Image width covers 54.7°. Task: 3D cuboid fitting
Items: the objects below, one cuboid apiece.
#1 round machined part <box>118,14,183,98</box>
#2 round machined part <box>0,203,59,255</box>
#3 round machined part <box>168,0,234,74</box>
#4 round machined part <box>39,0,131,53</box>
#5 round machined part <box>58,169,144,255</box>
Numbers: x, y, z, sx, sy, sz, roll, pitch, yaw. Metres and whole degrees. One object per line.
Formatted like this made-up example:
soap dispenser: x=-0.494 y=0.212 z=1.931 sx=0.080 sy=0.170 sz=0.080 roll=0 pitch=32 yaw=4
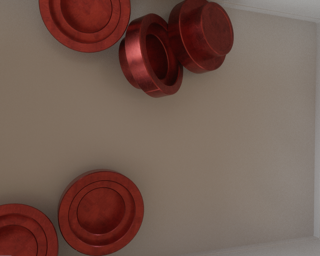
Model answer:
round machined part: x=-0.013 y=-0.084 z=0.379 sx=0.098 sy=0.042 sz=0.098 roll=23 pitch=62 yaw=-55
round machined part: x=-0.159 y=0.134 z=0.329 sx=0.099 sy=0.042 sz=0.098 roll=7 pitch=59 yaw=-13
round machined part: x=0.060 y=-0.124 z=0.404 sx=0.099 sy=0.042 sz=0.097 roll=7 pitch=80 yaw=-43
round machined part: x=-0.083 y=-0.140 z=0.356 sx=0.099 sy=0.042 sz=0.097 roll=-2 pitch=115 yaw=-4
round machined part: x=-0.072 y=0.098 z=0.375 sx=0.099 sy=0.042 sz=0.097 roll=0 pitch=90 yaw=-20
